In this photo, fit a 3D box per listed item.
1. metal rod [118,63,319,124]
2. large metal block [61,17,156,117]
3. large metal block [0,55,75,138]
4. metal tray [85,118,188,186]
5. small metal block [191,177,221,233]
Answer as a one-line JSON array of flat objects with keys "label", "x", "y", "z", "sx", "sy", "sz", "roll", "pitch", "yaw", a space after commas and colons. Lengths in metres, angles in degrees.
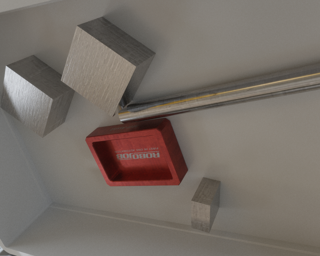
[{"label": "metal rod", "x": 0.078, "y": -0.038, "z": 0.343, "sx": 0.300, "sy": 0.025, "sz": 0.025, "roll": -9, "pitch": 114, "yaw": 31}, {"label": "large metal block", "x": -0.064, "y": -0.074, "z": 0.379, "sx": 0.080, "sy": 0.050, "sz": 0.079, "roll": 35, "pitch": 129, "yaw": 4}, {"label": "large metal block", "x": -0.180, "y": -0.046, "z": 0.456, "sx": 0.080, "sy": 0.050, "sz": 0.079, "roll": 35, "pitch": 129, "yaw": 4}, {"label": "metal tray", "x": -0.035, "y": 0.039, "z": 0.445, "sx": 0.130, "sy": 0.030, "sz": 0.090, "roll": -7, "pitch": 115, "yaw": 31}, {"label": "small metal block", "x": 0.063, "y": 0.104, "z": 0.423, "sx": 0.025, "sy": 0.050, "sz": 0.050, "roll": 10, "pitch": 123, "yaw": 22}]
